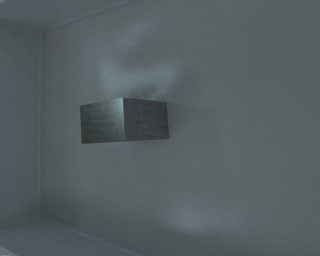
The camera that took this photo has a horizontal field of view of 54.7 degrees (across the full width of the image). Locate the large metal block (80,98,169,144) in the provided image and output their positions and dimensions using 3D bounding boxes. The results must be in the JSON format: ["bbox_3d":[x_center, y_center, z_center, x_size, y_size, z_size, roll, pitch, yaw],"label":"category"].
[{"bbox_3d":[-0.046,-0.007,0.407,0.080,0.081,0.050,-5,87,39],"label":"large metal block"}]
